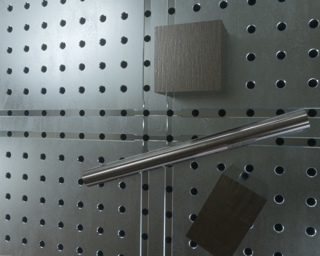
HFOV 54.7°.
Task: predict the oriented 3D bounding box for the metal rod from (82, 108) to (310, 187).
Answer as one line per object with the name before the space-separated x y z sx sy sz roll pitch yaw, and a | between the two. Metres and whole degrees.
metal rod | 0.031 0.031 0.401 0.300 0.025 0.025 -17 84 19

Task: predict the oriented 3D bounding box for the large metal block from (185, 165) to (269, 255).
large metal block | 0.080 0.093 0.355 0.050 0.080 0.080 31 100 17

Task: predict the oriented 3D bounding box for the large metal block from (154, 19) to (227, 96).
large metal block | 0.040 -0.083 0.385 0.080 0.050 0.080 0 90 20
